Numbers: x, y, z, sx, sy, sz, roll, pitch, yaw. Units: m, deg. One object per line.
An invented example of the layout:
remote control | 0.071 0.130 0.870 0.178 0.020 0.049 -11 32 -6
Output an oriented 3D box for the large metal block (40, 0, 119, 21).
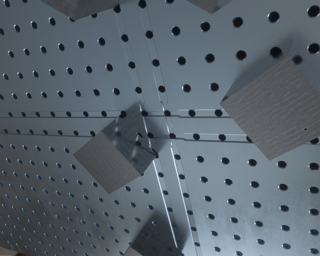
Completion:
large metal block | -0.074 -0.165 0.313 0.050 0.080 0.080 32 129 7

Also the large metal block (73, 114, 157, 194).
large metal block | -0.066 0.040 0.456 0.080 0.050 0.080 49 129 -7

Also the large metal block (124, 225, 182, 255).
large metal block | -0.020 0.233 0.551 0.080 0.050 0.080 34 129 6

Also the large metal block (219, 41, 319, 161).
large metal block | 0.123 -0.026 0.314 0.080 0.050 0.080 48 129 -6

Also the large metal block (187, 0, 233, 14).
large metal block | 0.051 -0.150 0.256 0.050 0.080 0.080 33 129 7
